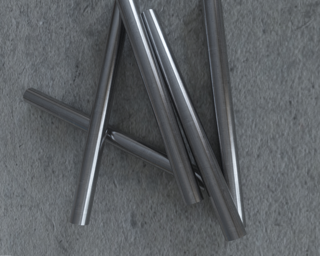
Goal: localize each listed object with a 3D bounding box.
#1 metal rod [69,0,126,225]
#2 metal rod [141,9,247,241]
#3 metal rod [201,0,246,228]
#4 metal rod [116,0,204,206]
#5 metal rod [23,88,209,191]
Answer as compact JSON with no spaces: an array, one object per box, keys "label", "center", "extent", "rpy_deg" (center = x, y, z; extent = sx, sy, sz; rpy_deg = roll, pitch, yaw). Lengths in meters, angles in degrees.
[{"label":"metal rod","center":[-0.078,-0.025,0.412],"extent":[0.025,0.025,0.298],"rpy_deg":[8,84,19]},{"label":"metal rod","center":[0.035,-0.014,0.381],"extent":[0.025,0.025,0.299],"rpy_deg":[-25,77,18]},{"label":"metal rod","center":[0.077,-0.029,0.381],"extent":[0.025,0.025,0.298],"rpy_deg":[-6,88,19]},{"label":"metal rod","center":[-0.007,-0.053,0.385],"extent":[0.025,0.025,0.299],"rpy_deg":[-21,82,18]},{"label":"metal rod","center":[-0.070,0.009,0.432],"extent":[0.301,0.025,0.025],"rpy_deg":[24,98,18]}]
